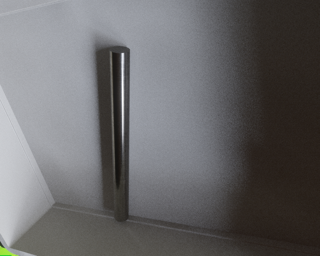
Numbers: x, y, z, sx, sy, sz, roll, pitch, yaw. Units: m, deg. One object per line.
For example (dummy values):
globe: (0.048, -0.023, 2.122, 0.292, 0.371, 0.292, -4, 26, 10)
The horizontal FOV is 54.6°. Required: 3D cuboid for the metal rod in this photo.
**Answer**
metal rod: (-0.058, 0.029, 0.457, 0.025, 0.025, 0.298, 17, 125, 18)
